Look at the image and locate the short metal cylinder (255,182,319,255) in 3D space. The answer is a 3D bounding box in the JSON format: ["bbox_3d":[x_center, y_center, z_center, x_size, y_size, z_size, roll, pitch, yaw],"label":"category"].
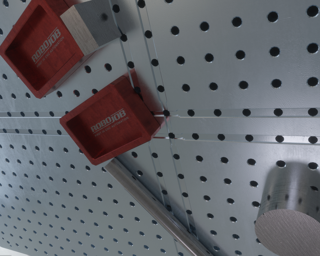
[{"bbox_3d":[0.162,0.113,0.380,0.080,0.050,0.079,13,124,21],"label":"short metal cylinder"}]

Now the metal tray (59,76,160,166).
[{"bbox_3d":[-0.075,-0.005,0.443,0.130,0.030,0.090,-26,104,37],"label":"metal tray"}]

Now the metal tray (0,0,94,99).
[{"bbox_3d":[-0.156,-0.108,0.423,0.130,0.030,0.090,-30,102,37],"label":"metal tray"}]

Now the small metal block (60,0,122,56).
[{"bbox_3d":[-0.079,-0.119,0.363,0.025,0.050,0.050,-20,108,35],"label":"small metal block"}]

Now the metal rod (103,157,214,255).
[{"bbox_3d":[0.025,0.161,0.497,0.300,0.025,0.025,46,129,-4],"label":"metal rod"}]
